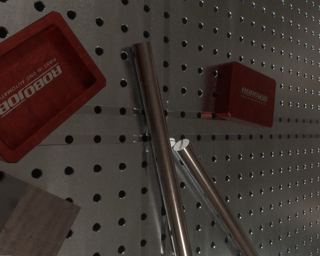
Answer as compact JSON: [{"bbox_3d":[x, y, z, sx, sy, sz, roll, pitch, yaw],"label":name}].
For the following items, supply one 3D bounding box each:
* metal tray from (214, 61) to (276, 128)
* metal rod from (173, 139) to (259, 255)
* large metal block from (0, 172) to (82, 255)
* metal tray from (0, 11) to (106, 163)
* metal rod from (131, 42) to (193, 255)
[{"bbox_3d":[0.151,-0.053,0.535,0.131,0.030,0.090,11,83,-40],"label":"metal tray"},{"bbox_3d":[0.104,0.138,0.499,0.025,0.025,0.299,-48,119,-29],"label":"metal rod"},{"bbox_3d":[-0.126,0.089,0.269,0.050,0.080,0.080,38,66,-34],"label":"large metal block"},{"bbox_3d":[-0.126,-0.041,0.301,0.131,0.030,0.090,-48,119,-29],"label":"metal tray"},{"bbox_3d":[0.005,0.038,0.415,0.025,0.025,0.298,-19,102,-39],"label":"metal rod"}]
